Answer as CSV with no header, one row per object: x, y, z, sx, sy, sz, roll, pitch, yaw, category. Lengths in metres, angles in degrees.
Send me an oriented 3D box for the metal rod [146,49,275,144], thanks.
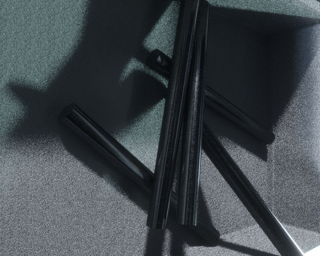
0.098,-0.036,0.491,0.301,0.025,0.025,27,73,-37,metal rod

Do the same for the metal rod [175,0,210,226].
0.044,-0.032,0.398,0.025,0.025,0.299,19,69,-39,metal rod

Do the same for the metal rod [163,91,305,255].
0.103,0.069,0.416,0.025,0.025,0.299,-35,87,-35,metal rod

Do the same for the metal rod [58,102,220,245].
-0.008,0.075,0.401,0.300,0.025,0.025,46,62,-31,metal rod

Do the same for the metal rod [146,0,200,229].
0.019,-0.028,0.390,0.025,0.025,0.298,15,81,-39,metal rod
